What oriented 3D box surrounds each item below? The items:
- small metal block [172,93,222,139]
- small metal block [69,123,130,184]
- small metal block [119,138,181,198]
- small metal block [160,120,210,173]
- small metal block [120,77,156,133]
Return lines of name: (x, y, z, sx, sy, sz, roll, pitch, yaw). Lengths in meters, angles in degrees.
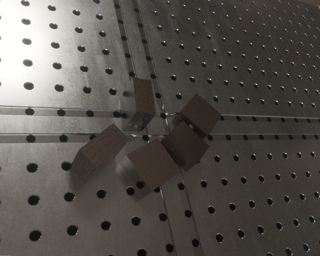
small metal block: (0.054, -0.015, 0.448, 0.050, 0.025, 0.050, 42, 51, 0)
small metal block: (-0.067, 0.028, 0.340, 0.025, 0.050, 0.050, 45, 51, 3)
small metal block: (-0.012, 0.047, 0.374, 0.050, 0.025, 0.050, -28, 78, -37)
small metal block: (0.032, 0.023, 0.403, 0.050, 0.025, 0.050, 45, 29, 3)
small metal block: (-0.030, -0.028, 0.395, 0.025, 0.050, 0.050, 6, 59, -26)
